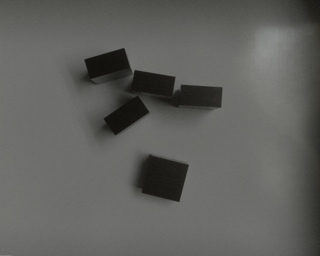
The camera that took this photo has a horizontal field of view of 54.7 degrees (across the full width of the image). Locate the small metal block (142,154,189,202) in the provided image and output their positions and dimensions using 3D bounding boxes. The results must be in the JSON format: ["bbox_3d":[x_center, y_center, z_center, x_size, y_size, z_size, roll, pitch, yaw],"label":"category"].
[{"bbox_3d":[0.007,0.066,0.412,0.050,0.025,0.050,14,90,-1],"label":"small metal block"}]

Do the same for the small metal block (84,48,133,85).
[{"bbox_3d":[-0.064,-0.078,0.398,0.050,0.050,0.025,-16,90,0],"label":"small metal block"}]

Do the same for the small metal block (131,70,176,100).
[{"bbox_3d":[-0.008,-0.054,0.399,0.050,0.050,0.025,9,90,-1],"label":"small metal block"}]

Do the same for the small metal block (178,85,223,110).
[{"bbox_3d":[0.050,-0.039,0.400,0.050,0.050,0.025,4,90,-1],"label":"small metal block"}]

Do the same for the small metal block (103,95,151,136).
[{"bbox_3d":[-0.040,-0.015,0.398,0.050,0.050,0.025,-34,90,0],"label":"small metal block"}]
